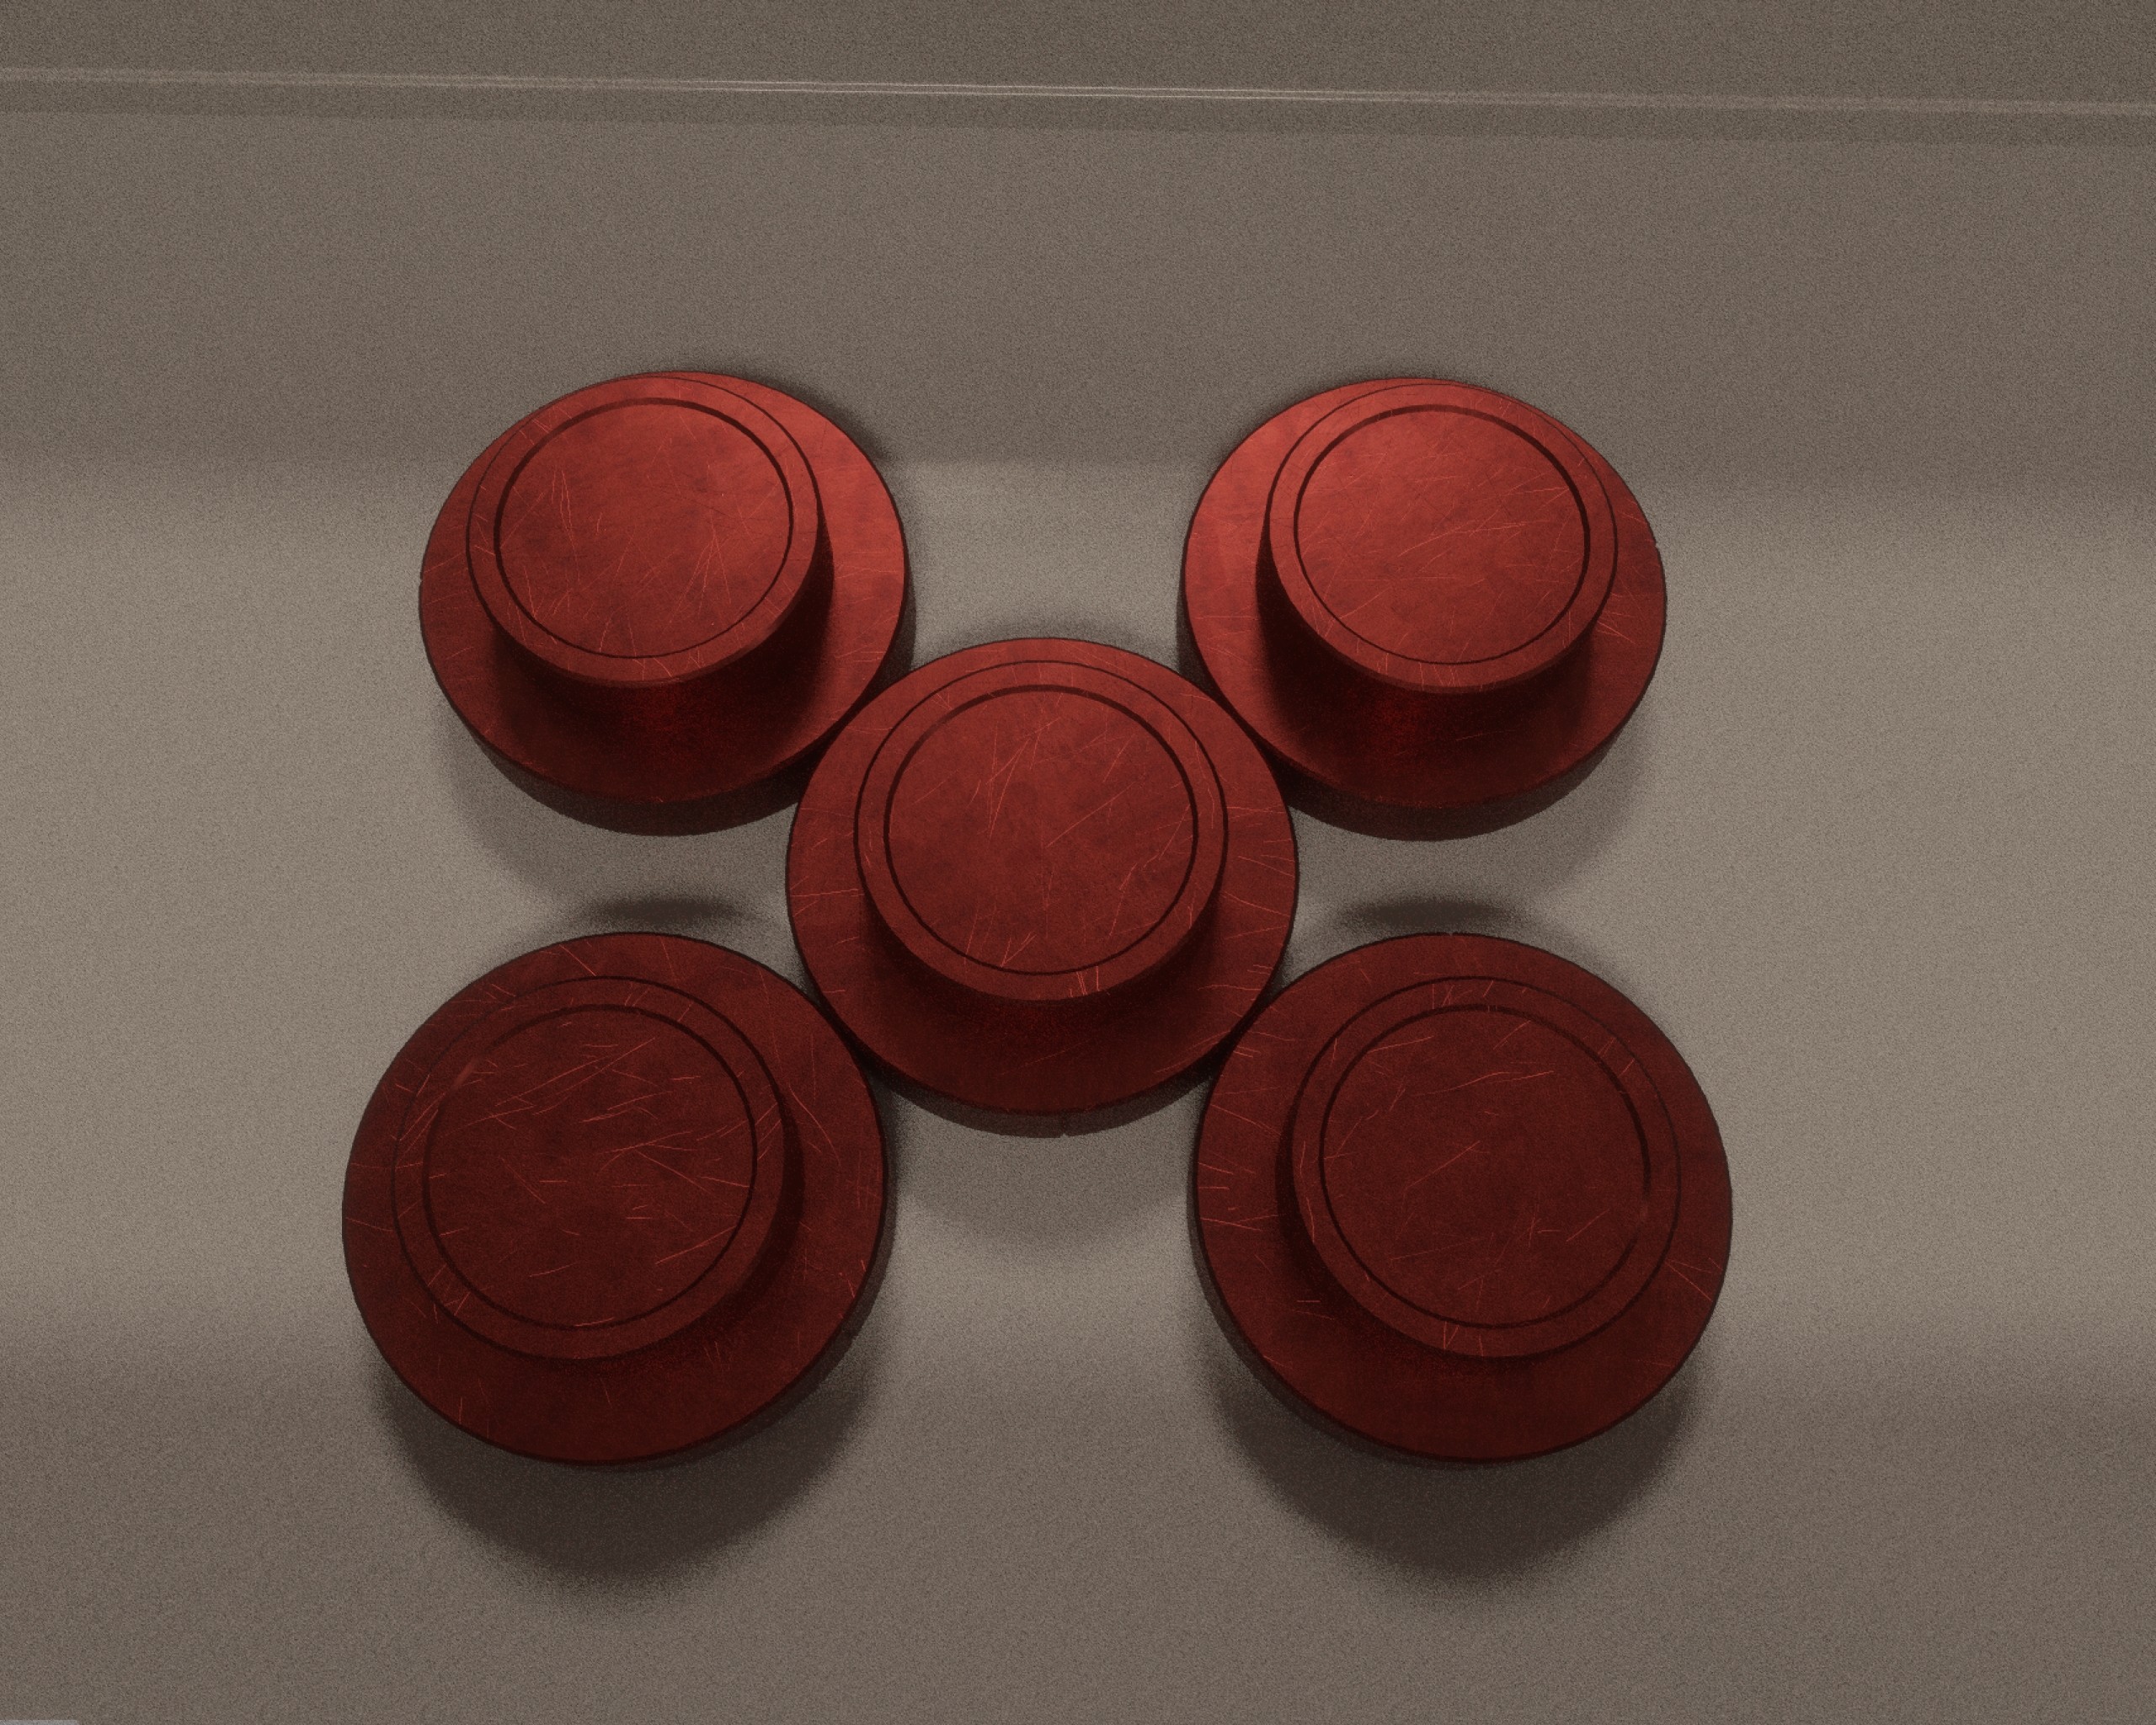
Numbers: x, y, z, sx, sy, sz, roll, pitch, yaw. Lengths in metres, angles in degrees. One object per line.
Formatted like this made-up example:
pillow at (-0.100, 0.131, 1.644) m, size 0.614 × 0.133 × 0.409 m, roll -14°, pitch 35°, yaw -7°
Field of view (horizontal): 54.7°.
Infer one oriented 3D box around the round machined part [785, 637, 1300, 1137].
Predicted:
round machined part at (-0.007, 0.000, 0.398) m, size 0.099 × 0.042 × 0.098 m, roll 0°, pitch 70°, yaw -1°

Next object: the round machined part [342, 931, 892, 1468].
round machined part at (-0.084, 0.059, 0.377) m, size 0.099 × 0.042 × 0.098 m, roll 0°, pitch 70°, yaw -1°

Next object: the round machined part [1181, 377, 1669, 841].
round machined part at (0.070, -0.057, 0.421) m, size 0.099 × 0.042 × 0.098 m, roll 0°, pitch 70°, yaw -1°

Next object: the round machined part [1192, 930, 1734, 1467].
round machined part at (0.070, 0.058, 0.379) m, size 0.099 × 0.042 × 0.098 m, roll 0°, pitch 70°, yaw -1°

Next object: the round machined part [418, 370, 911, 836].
round machined part at (-0.083, -0.058, 0.419) m, size 0.099 × 0.042 × 0.098 m, roll 0°, pitch 70°, yaw -1°
